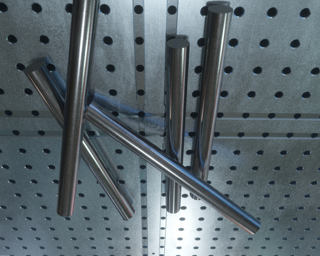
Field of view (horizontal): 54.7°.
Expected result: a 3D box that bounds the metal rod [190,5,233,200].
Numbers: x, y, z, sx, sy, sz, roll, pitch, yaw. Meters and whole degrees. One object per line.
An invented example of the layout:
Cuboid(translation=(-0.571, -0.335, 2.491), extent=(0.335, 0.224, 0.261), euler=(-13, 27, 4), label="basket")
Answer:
Cuboid(translation=(0.061, -0.006, 0.407), extent=(0.025, 0.025, 0.298), euler=(0, 130, 0), label="metal rod")

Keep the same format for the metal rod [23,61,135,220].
Cuboid(translation=(-0.099, 0.039, 0.443), extent=(0.025, 0.025, 0.299), euler=(-13, 129, 11), label="metal rod")

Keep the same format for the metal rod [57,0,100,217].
Cuboid(translation=(-0.105, -0.004, 0.377), extent=(0.025, 0.025, 0.298), euler=(10, 121, -9), label="metal rod")

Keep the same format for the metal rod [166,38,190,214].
Cuboid(translation=(0.021, 0.022, 0.430), extent=(0.025, 0.025, 0.298), euler=(-1, 130, 0), label="metal rod")

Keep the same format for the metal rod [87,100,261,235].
Cuboid(translation=(0.025, 0.062, 0.428), extent=(0.301, 0.025, 0.025), euler=(37, 121, -15), label="metal rod")
